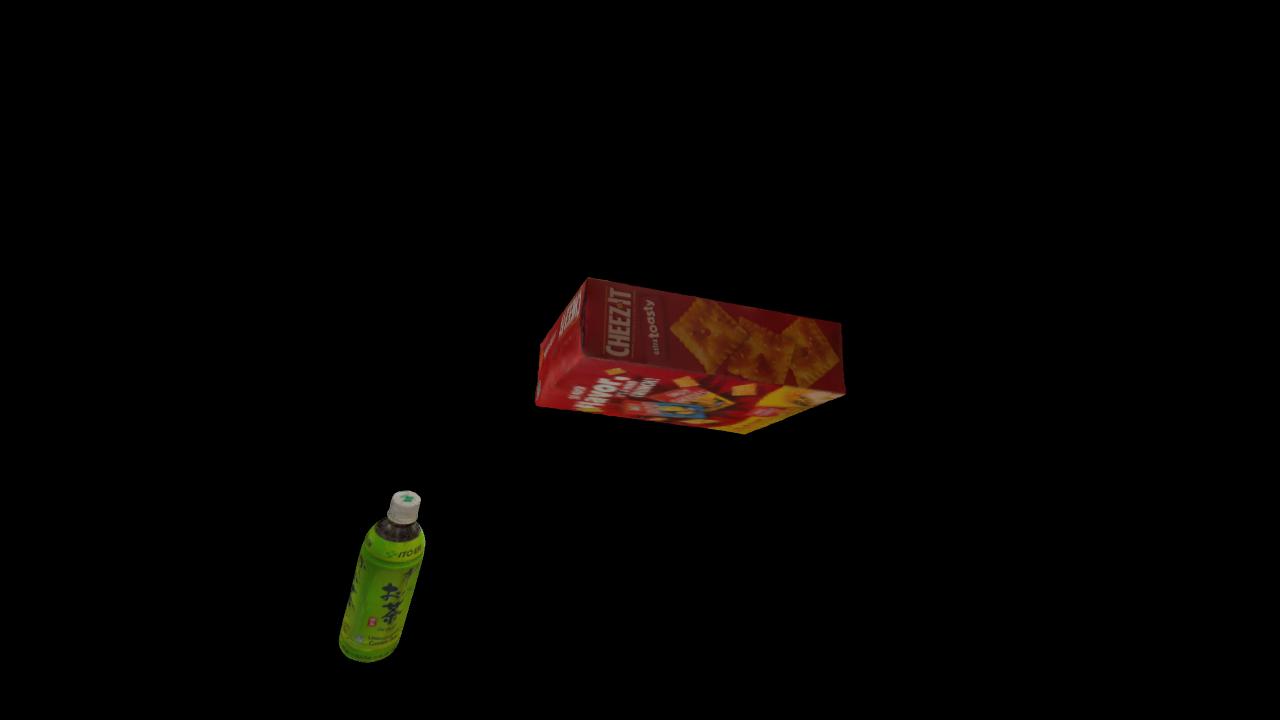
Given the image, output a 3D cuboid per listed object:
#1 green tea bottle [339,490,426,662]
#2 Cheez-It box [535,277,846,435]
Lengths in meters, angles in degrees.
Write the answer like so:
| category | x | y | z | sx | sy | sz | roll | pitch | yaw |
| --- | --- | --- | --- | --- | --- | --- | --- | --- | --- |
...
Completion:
| category | x | y | z | sx | sy | sz | roll | pitch | yaw |
| --- | --- | --- | --- | --- | --- | --- | --- | --- | --- |
| green tea bottle | -0.294 | 0.248 | 0.716 | 0.073 | 0.212 | 0.073 | 18 | 15 | -5 |
| Cheez-It box | 0.035 | 0.007 | 0.531 | 0.223 | 0.071 | 0.166 | 8 | -20 | -18 |
